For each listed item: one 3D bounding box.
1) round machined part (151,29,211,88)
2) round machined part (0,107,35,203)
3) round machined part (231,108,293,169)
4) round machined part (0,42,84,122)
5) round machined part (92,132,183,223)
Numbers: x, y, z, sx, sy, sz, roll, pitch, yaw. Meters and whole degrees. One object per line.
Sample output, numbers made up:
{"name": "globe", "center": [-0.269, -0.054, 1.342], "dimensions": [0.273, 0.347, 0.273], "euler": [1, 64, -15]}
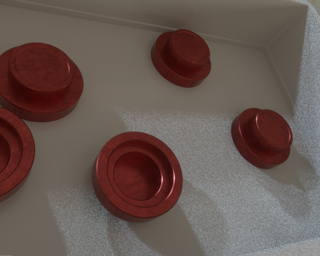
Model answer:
{"name": "round machined part", "center": [0.039, -0.115, 0.486], "dimensions": [0.099, 0.042, 0.098], "euler": [14, 56, -21]}
{"name": "round machined part", "center": [-0.170, 0.028, 0.286], "dimensions": [0.099, 0.042, 0.098], "euler": [14, 56, -21]}
{"name": "round machined part", "center": [0.163, 0.010, 0.476], "dimensions": [0.099, 0.042, 0.098], "euler": [14, 56, -21]}
{"name": "round machined part", "center": [-0.137, -0.059, 0.357], "dimensions": [0.099, 0.042, 0.098], "euler": [14, 56, -21]}
{"name": "round machined part", "center": [-0.028, 0.056, 0.345], "dimensions": [0.099, 0.042, 0.098], "euler": [14, 56, -21]}
